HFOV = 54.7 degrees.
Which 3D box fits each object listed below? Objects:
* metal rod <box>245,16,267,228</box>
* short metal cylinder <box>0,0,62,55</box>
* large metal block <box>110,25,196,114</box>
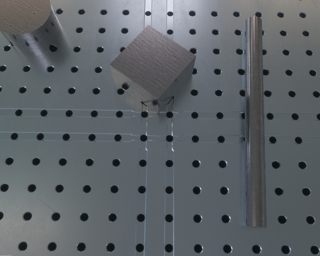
[{"bbox_3d":[0.128,-0.022,0.420,0.025,0.025,0.299,5,70,2],"label":"metal rod"},{"bbox_3d":[-0.192,-0.155,0.454,0.081,0.050,0.080,0,70,0],"label":"short metal cylinder"},{"bbox_3d":[-0.009,-0.080,0.428,0.080,0.050,0.080,36,74,12],"label":"large metal block"}]
